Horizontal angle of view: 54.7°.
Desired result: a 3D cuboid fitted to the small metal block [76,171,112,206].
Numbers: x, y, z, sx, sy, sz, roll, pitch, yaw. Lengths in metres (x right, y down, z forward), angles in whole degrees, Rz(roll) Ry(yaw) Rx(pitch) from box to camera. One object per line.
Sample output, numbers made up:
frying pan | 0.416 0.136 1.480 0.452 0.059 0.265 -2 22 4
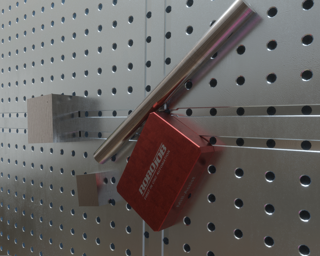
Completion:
small metal block | -0.106 0.097 0.494 0.050 0.025 0.050 -12 82 39

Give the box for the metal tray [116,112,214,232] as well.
metal tray | 0.002 0.055 0.403 0.090 0.030 0.129 38 113 33

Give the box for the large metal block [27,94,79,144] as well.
large metal block | -0.189 -0.014 0.546 0.080 0.050 0.080 -4 88 39

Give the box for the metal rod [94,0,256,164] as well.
metal rod | 0.001 -0.043 0.406 0.299 0.025 0.025 -44 64 31
